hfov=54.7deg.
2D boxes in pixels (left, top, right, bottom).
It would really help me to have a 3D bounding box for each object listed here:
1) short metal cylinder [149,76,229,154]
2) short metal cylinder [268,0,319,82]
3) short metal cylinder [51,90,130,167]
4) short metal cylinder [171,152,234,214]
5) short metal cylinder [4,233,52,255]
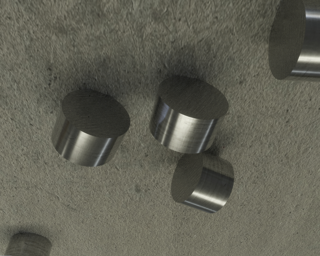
[{"bbox_3d":[0.032,-0.017,0.357,0.081,0.080,0.050,10,129,-9],"label":"short metal cylinder"},{"bbox_3d":[0.145,-0.085,0.300,0.050,0.080,0.079,3,130,-2],"label":"short metal cylinder"},{"bbox_3d":[-0.082,-0.001,0.370,0.080,0.080,0.050,20,127,-16],"label":"short metal cylinder"},{"bbox_3d":[0.058,0.073,0.434,0.050,0.080,0.080,24,126,-19],"label":"short metal cylinder"},{"bbox_3d":[-0.256,0.246,0.598,0.081,0.050,0.079,0,130,0],"label":"short metal cylinder"}]
